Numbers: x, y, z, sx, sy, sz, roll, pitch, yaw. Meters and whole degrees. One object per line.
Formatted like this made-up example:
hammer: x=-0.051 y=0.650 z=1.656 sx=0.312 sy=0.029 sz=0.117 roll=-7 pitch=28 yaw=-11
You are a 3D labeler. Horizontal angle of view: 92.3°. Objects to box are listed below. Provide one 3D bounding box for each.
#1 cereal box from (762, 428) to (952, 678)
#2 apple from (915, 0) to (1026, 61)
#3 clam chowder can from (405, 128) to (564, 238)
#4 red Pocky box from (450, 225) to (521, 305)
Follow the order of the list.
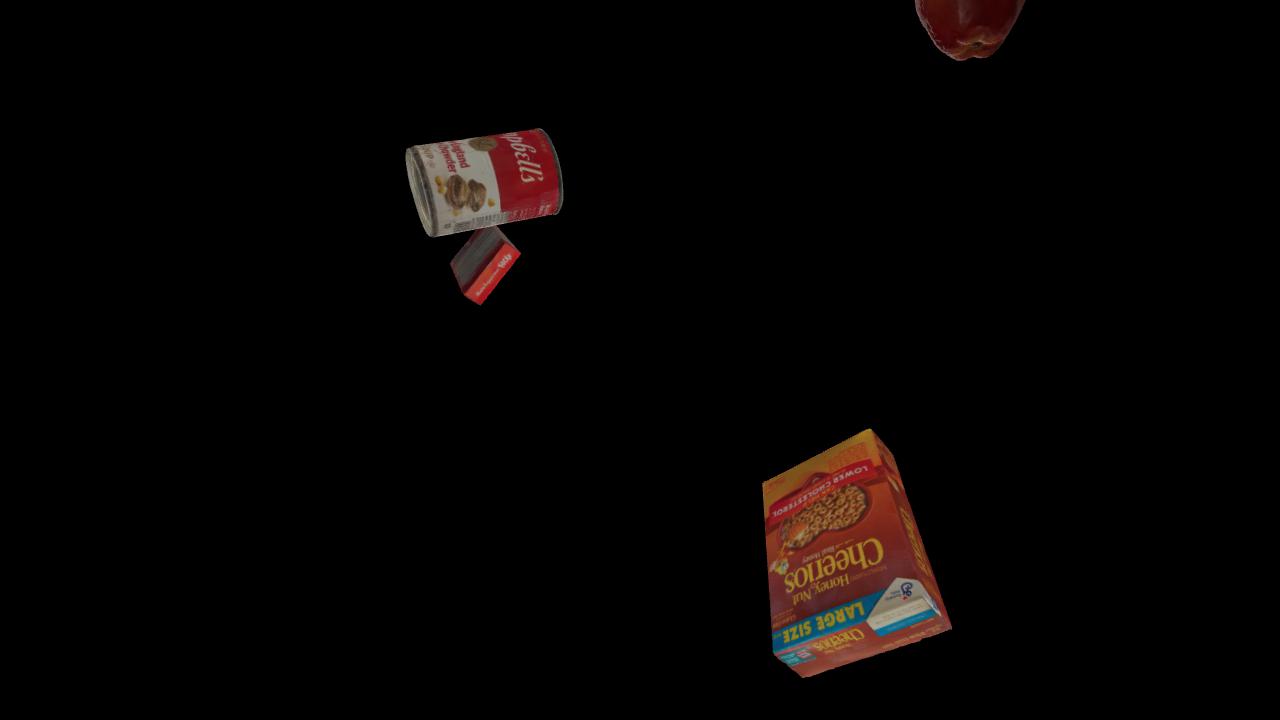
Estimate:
cereal box: x=0.277 y=0.254 z=0.851 sx=0.203 sy=0.081 sz=0.306 roll=-34 pitch=21 yaw=26
apple: x=0.248 y=-0.277 z=0.460 sx=0.079 sy=0.093 sz=0.079 roll=3 pitch=-4 yaw=0
clam chowder can: x=-0.119 y=-0.136 z=0.472 sx=0.102 sy=0.068 sz=0.068 roll=-18 pitch=7 yaw=-23
red Pocky box: x=-0.201 y=-0.129 z=0.788 sx=0.028 sy=0.083 sz=0.155 roll=39 pitch=4 yaw=-32
